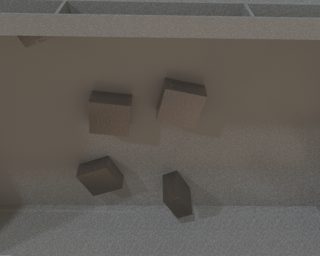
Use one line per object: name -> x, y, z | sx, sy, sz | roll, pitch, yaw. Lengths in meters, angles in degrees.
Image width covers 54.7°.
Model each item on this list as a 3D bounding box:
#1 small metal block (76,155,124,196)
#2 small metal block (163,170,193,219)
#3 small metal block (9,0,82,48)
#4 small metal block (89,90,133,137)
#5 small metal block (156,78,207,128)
small metal block -> -0.090, 0.073, 0.471 | 0.050, 0.025, 0.050 | -17, 128, 14
small metal block -> 0.027, 0.103, 0.480 | 0.025, 0.050, 0.050 | -22, 127, 17
small metal block -> -0.108, -0.107, 0.300 | 0.050, 0.050, 0.025 | -16, 128, 13
small metal block -> -0.063, -0.018, 0.393 | 0.050, 0.025, 0.050 | 6, 130, -5
small metal block -> 0.025, -0.030, 0.383 | 0.050, 0.025, 0.050 | 10, 130, -9
